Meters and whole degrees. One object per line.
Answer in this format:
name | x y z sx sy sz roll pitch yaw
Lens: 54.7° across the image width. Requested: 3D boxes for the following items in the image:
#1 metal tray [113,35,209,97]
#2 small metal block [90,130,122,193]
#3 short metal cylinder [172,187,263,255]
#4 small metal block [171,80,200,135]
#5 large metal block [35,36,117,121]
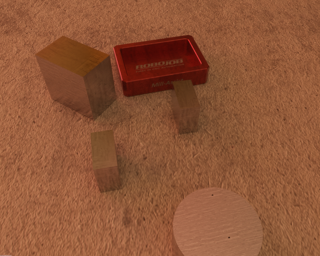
metal tray | 0.000 -0.100 0.483 0.131 0.030 0.090 -11 51 -10
small metal block | -0.061 0.038 0.354 0.025 0.050 0.050 -9 51 -7
short metal cylinder | 0.052 0.105 0.299 0.081 0.050 0.080 0 50 0
small metal block | 0.033 -0.027 0.410 0.025 0.050 0.050 -7 51 -6
large metal block | -0.111 -0.067 0.423 0.080 0.080 0.050 26 55 20
